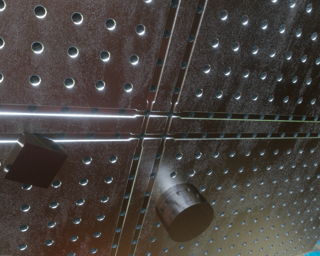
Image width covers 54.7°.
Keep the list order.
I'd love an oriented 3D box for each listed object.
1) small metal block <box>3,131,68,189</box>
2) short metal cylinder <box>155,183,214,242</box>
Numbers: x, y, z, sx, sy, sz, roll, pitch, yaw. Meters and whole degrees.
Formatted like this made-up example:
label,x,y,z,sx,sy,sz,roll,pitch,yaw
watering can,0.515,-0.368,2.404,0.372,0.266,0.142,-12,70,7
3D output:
label,x,y,z,sx,sy,sz,roll,pitch,yaw
small metal block,-0.143,0.038,0.356,0.050,0.025,0.050,26,104,-37
short metal cylinder,0.039,0.136,0.501,0.081,0.050,0.079,-14,124,-21
